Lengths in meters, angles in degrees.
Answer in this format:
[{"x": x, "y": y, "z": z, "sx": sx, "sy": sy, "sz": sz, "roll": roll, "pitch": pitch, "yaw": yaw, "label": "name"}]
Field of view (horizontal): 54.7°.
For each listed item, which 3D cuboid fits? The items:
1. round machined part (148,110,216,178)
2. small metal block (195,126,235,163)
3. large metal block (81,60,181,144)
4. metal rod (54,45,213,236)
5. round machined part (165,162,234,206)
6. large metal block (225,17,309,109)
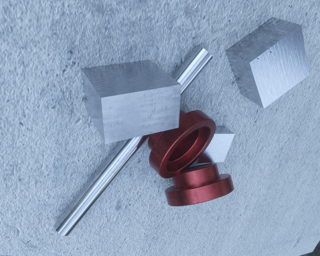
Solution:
[{"x": 0.023, "y": 0.016, "z": 0.403, "sx": 0.099, "sy": 0.042, "sz": 0.097, "roll": -34, "pitch": 150, "yaw": -23, "label": "round machined part"}, {"x": 0.077, "y": 0.024, "z": 0.464, "sx": 0.050, "sy": 0.025, "sz": 0.050, "roll": 1, "pitch": 118, "yaw": -29, "label": "small metal block"}, {"x": -0.033, "y": -0.033, "z": 0.333, "sx": 0.081, "sy": 0.080, "sz": 0.050, "roll": -12, "pitch": 124, "yaw": -22, "label": "large metal block"}, {"x": -0.038, "y": 0.021, "z": 0.398, "sx": 0.025, "sy": 0.025, "sz": 0.299, "roll": 33, "pitch": 100, "yaw": -38, "label": "metal rod"}, {"x": 0.054, "y": 0.079, "z": 0.451, "sx": 0.099, "sy": 0.098, "sz": 0.042, "roll": -13, "pitch": 85, "yaw": -22, "label": "round machined part"}, {"x": 0.145, "y": -0.087, "z": 0.416, "sx": 0.080, "sy": 0.050, "sz": 0.080, "roll": -36, "pitch": 129, "yaw": -4, "label": "large metal block"}]
